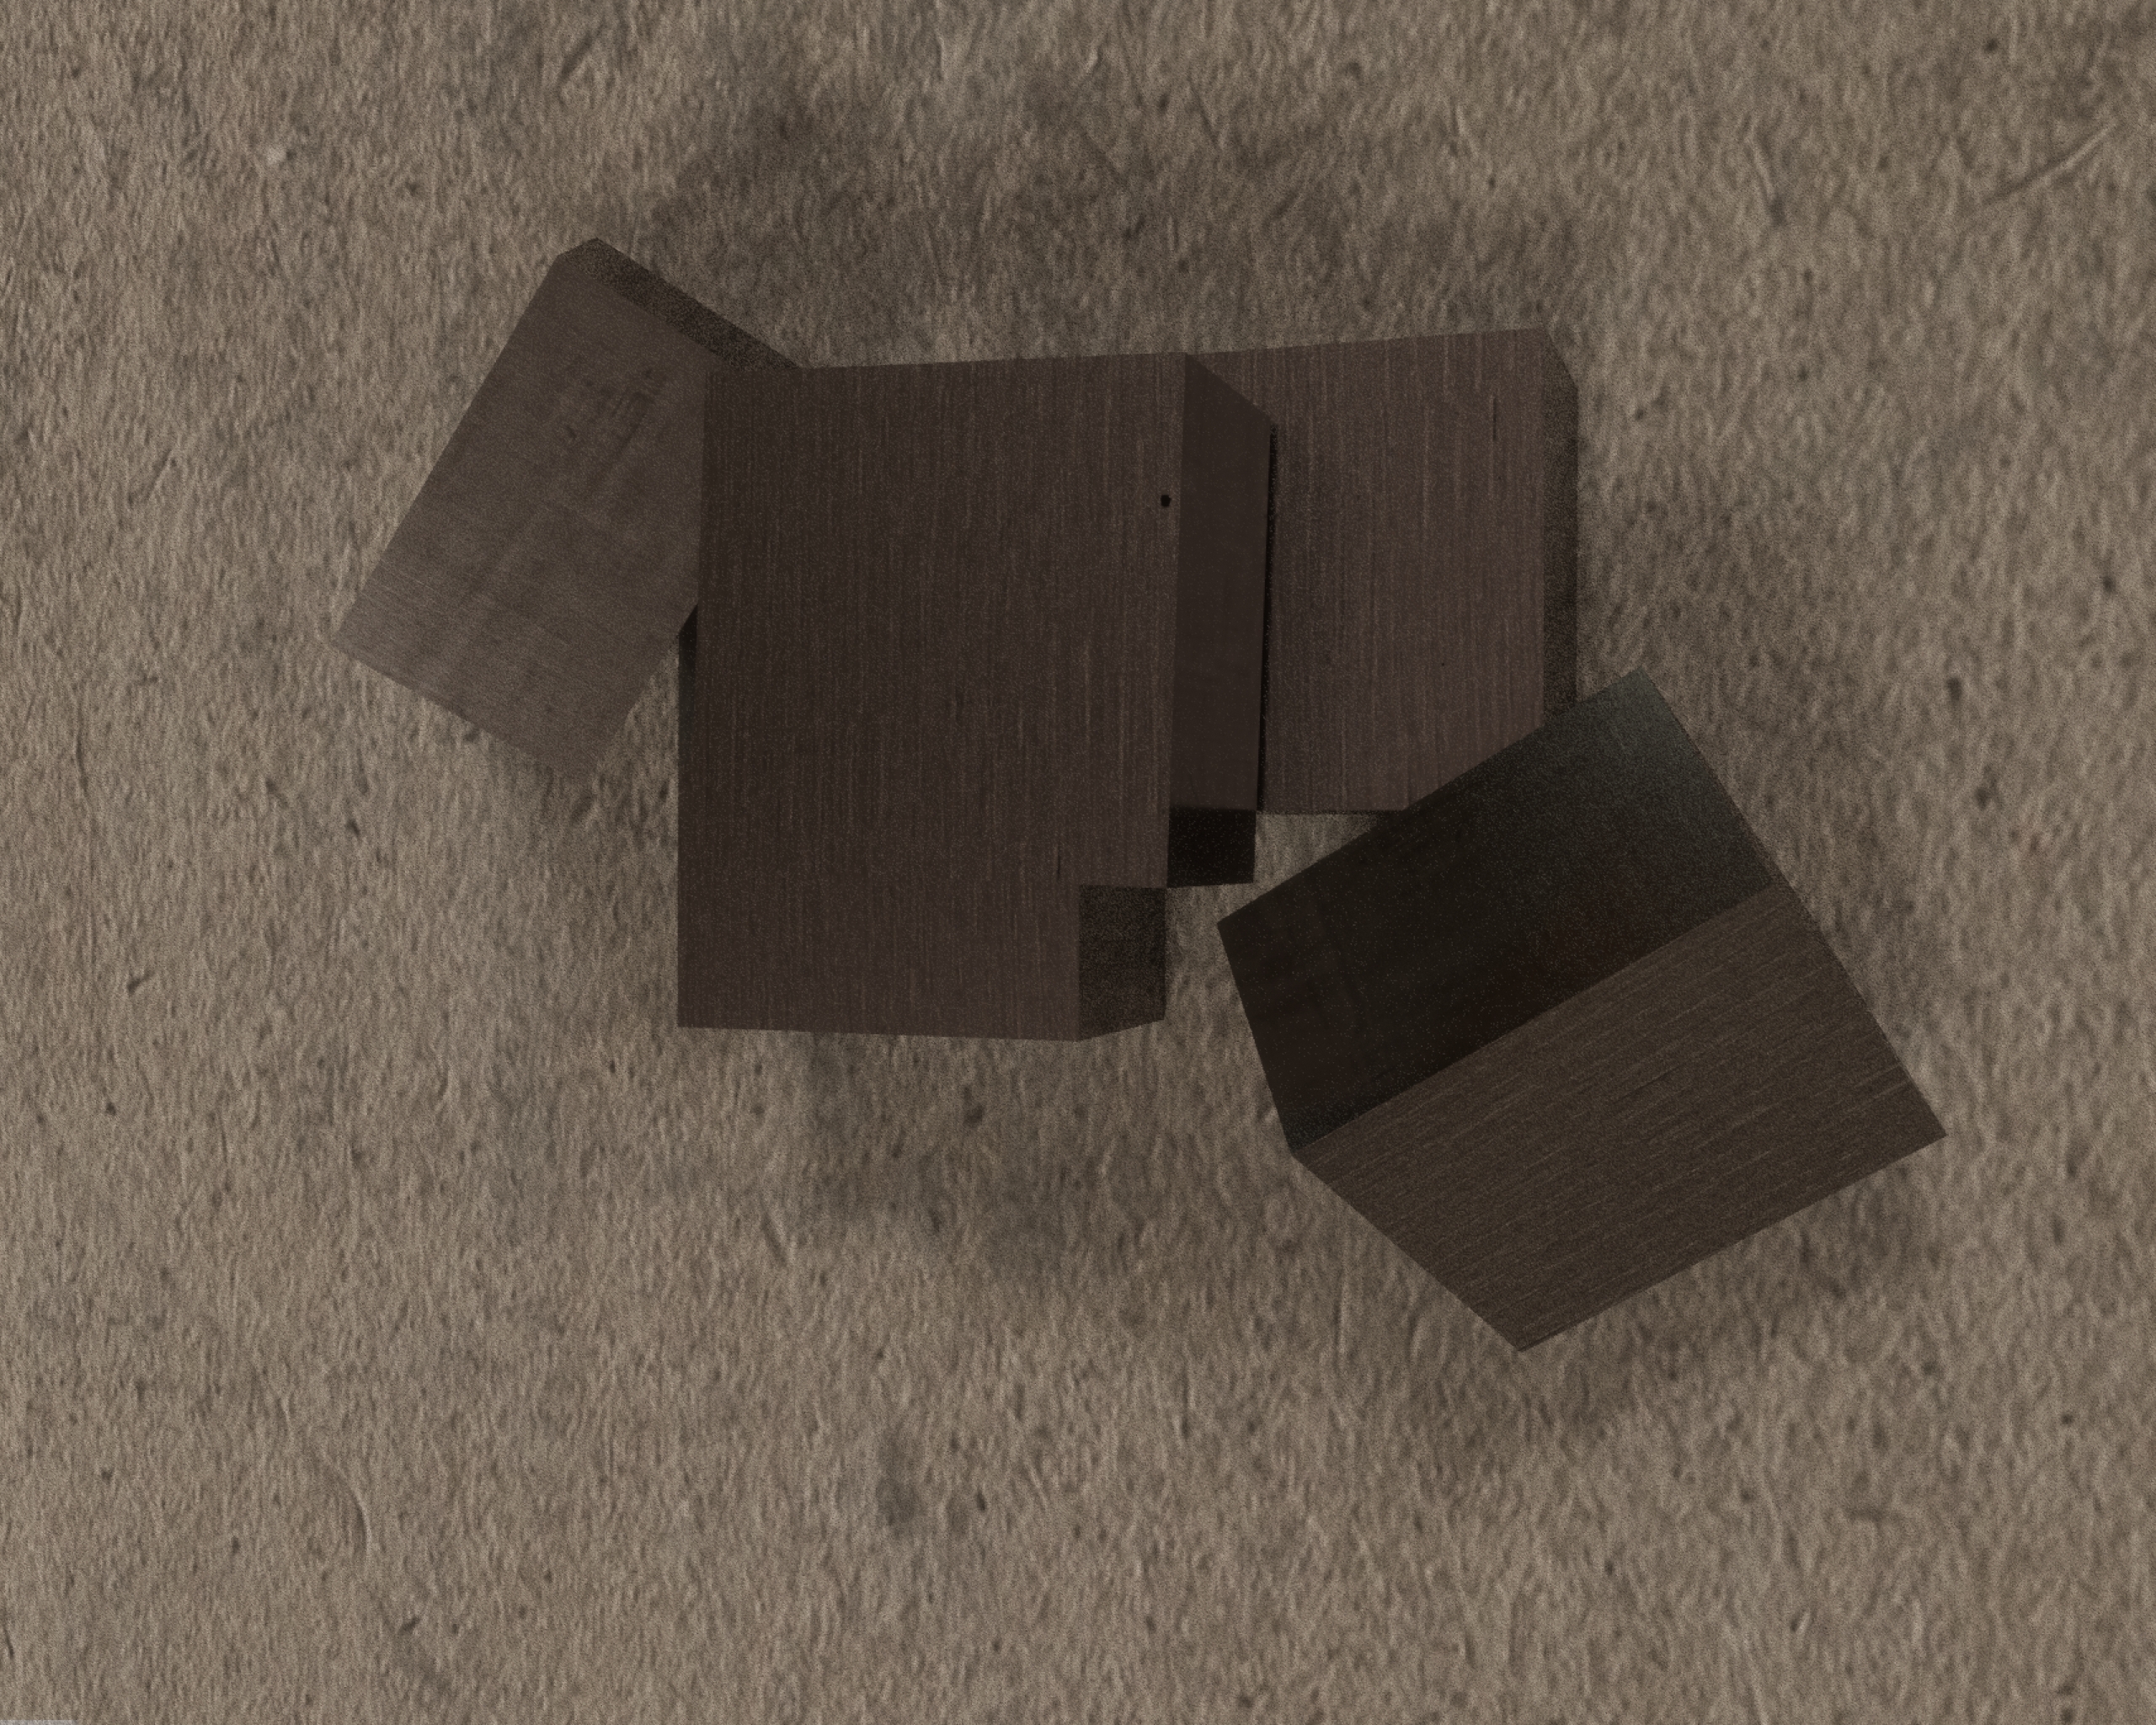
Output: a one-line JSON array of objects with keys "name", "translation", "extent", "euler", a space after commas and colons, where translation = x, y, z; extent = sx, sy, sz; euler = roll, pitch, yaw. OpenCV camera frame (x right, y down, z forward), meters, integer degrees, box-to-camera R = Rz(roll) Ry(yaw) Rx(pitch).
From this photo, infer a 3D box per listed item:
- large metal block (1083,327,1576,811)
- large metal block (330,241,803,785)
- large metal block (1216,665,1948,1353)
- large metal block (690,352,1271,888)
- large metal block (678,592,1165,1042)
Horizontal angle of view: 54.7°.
[{"name": "large metal block", "translation": [0.047, -0.049, 0.380], "extent": [0.080, 0.050, 0.079], "euler": [0, 90, 19]}, {"name": "large metal block", "translation": [-0.095, -0.071, 0.406], "extent": [0.050, 0.080, 0.080], "euler": [31, 102, -17]}, {"name": "large metal block", "translation": [0.083, 0.027, 0.344], "extent": [0.080, 0.080, 0.050], "euler": [-33, 42, 17]}, {"name": "large metal block", "translation": [-0.015, -0.038, 0.346], "extent": [0.080, 0.050, 0.079], "euler": [2, 91, 19]}, {"name": "large metal block", "translation": [-0.029, -0.009, 0.404], "extent": [0.080, 0.050, 0.079], "euler": [0, 90, 19]}]
